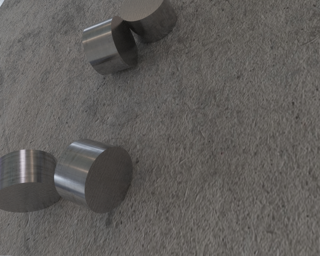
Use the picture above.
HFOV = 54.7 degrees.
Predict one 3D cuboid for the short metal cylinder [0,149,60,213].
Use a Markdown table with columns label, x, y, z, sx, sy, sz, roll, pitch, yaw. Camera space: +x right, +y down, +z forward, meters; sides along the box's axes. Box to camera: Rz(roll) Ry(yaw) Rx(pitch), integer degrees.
| label | x | y | z | sx | sy | sz | roll | pitch | yaw |
| --- | --- | --- | --- | --- | --- | --- | --- | --- | --- |
| short metal cylinder | -0.178 | 0.073 | 0.418 | 0.080 | 0.080 | 0.050 | -27 | 53 | 11 |

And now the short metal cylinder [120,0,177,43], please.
| label | x | y | z | sx | sy | sz | roll | pitch | yaw |
| --- | --- | --- | --- | --- | --- | --- | --- | --- | --- |
| short metal cylinder | -0.018 | -0.188 | 0.513 | 0.080 | 0.050 | 0.080 | -13 | 56 | 20 |

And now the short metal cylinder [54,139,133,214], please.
| label | x | y | z | sx | sy | sz | roll | pitch | yaw |
| --- | --- | --- | --- | --- | --- | --- | --- | --- | --- |
| short metal cylinder | -0.078 | 0.057 | 0.375 | 0.050 | 0.080 | 0.080 | 11 | 68 | 33 |

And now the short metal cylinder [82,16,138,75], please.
| label | x | y | z | sx | sy | sz | roll | pitch | yaw |
| --- | --- | --- | --- | --- | --- | --- | --- | --- | --- |
| short metal cylinder | -0.076 | -0.128 | 0.488 | 0.050 | 0.080 | 0.080 | -13 | 56 | 21 |
